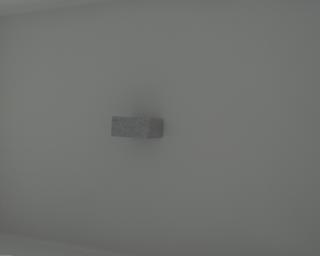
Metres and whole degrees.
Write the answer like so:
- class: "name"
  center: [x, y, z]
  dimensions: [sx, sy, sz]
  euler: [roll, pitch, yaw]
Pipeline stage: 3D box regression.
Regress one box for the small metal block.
- class: "small metal block"
  center: [-0.028, -0.001, 0.403]
  dimensions: [0.050, 0.050, 0.025]
  euler: [3, 91, 19]
